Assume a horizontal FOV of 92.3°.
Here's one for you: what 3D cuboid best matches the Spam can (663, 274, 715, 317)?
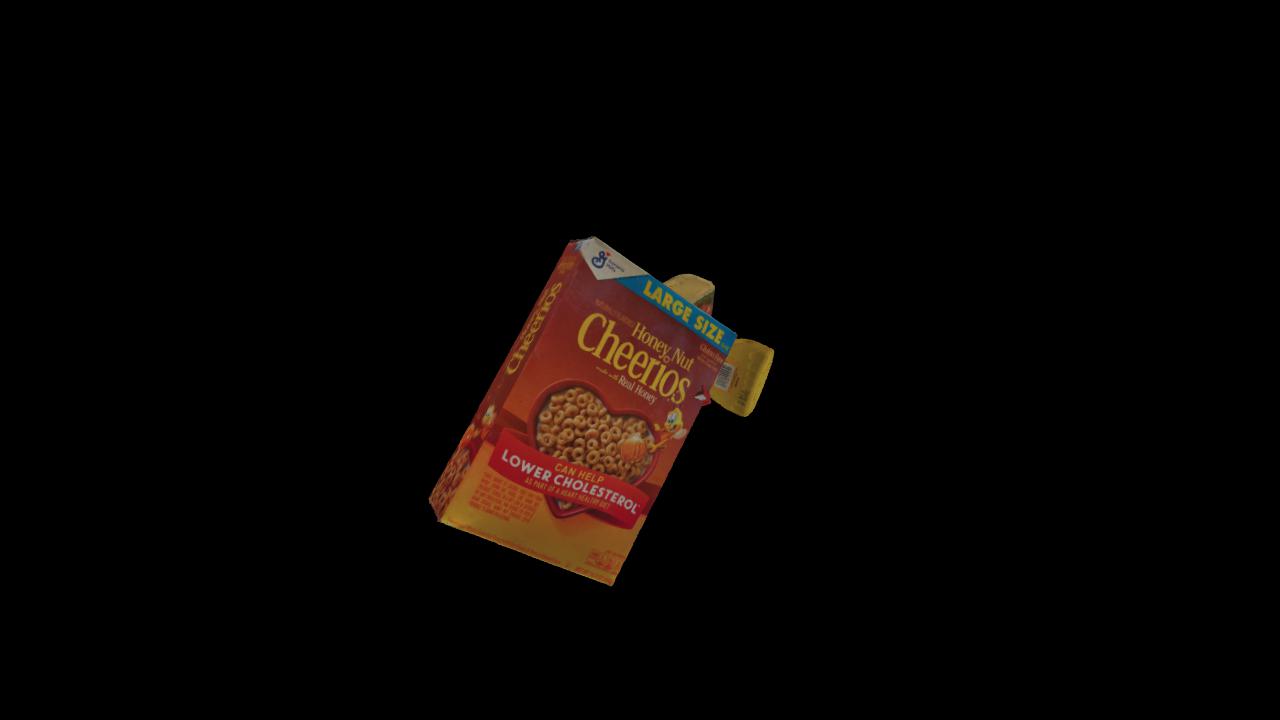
[{"bbox_3d":[0.039,-0.041,0.701,0.058,0.085,0.101,30,47,31],"label":"Spam can"}]

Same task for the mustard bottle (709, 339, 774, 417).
[{"bbox_3d":[0.065,-0.006,0.759,0.184,0.092,0.054,24,29,20],"label":"mustard bottle"}]

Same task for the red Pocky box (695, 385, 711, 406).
[{"bbox_3d":[0.032,-0.006,0.719,0.083,0.155,0.028,-18,-40,17],"label":"red Pocky box"}]

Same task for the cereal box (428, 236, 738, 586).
[{"bbox_3d":[-0.050,0.054,0.639,0.203,0.306,0.081,32,-8,-28],"label":"cereal box"}]
